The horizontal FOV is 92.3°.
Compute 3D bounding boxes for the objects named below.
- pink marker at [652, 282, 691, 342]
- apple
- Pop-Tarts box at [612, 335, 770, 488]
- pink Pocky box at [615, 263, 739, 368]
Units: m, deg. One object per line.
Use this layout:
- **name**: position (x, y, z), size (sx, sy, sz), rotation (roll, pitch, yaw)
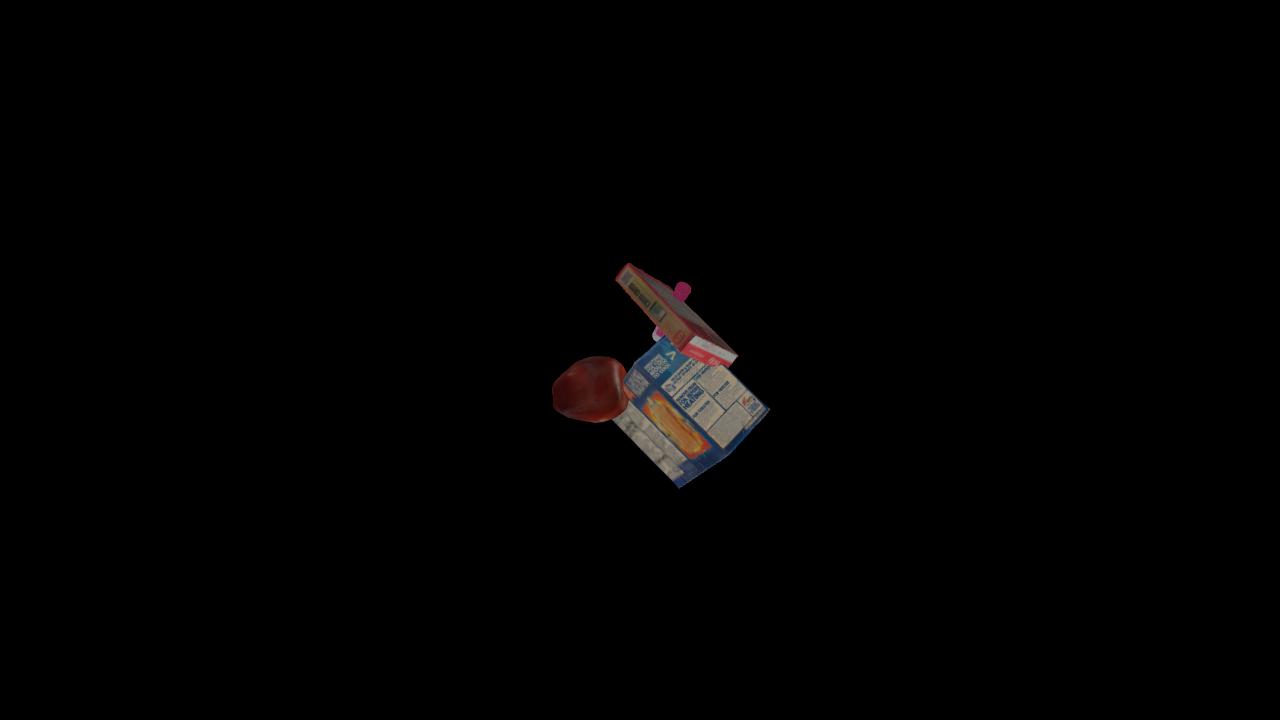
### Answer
- **pink marker**: position (0.039, -0.059, 0.763), size (0.020, 0.020, 0.121), rotation (0, -28, -15)
- **apple**: position (-0.055, 0.034, 0.713), size (0.093, 0.079, 0.079), rotation (-13, -3, 14)
- **Pop-Tarts box**: position (0.048, 0.060, 0.731), size (0.083, 0.141, 0.167), rotation (-42, -7, -27)
- **pink Pocky box**: position (0.040, -0.050, 0.704), size (0.084, 0.029, 0.155), rotation (23, 21, -45)
